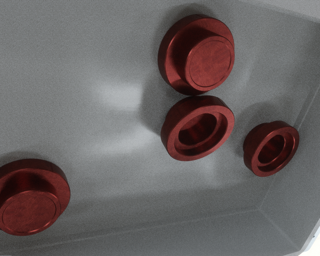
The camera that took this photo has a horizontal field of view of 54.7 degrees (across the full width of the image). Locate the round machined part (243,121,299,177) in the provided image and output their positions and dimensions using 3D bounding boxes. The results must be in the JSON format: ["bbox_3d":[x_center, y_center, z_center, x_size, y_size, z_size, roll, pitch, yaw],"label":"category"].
[{"bbox_3d":[0.179,0.030,0.517,0.099,0.042,0.097,-14,125,-21],"label":"round machined part"}]

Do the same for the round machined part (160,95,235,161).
[{"bbox_3d":[0.046,-0.004,0.414,0.099,0.042,0.097,-16,136,-16],"label":"round machined part"}]

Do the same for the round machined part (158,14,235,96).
[{"bbox_3d":[0.050,-0.084,0.375,0.099,0.042,0.097,-14,124,-21],"label":"round machined part"}]

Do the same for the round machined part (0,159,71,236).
[{"bbox_3d":[-0.156,0.088,0.368,0.099,0.042,0.097,-14,125,-21],"label":"round machined part"}]
